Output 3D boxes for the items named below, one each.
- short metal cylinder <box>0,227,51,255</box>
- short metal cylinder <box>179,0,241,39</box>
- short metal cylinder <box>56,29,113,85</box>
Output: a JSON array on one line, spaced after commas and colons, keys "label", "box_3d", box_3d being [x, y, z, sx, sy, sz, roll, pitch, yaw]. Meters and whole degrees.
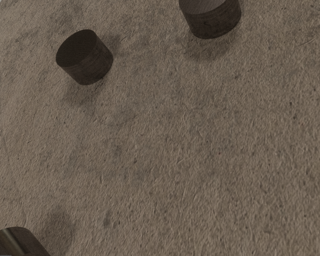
[{"label": "short metal cylinder", "box_3d": [-0.172, 0.163, 0.357, 0.050, 0.080, 0.080, 27, 77, 37]}, {"label": "short metal cylinder", "box_3d": [0.075, -0.179, 0.458, 0.080, 0.050, 0.080, -13, 56, 20]}, {"label": "short metal cylinder", "box_3d": [-0.127, -0.120, 0.526, 0.080, 0.050, 0.080, -13, 56, 20]}]
